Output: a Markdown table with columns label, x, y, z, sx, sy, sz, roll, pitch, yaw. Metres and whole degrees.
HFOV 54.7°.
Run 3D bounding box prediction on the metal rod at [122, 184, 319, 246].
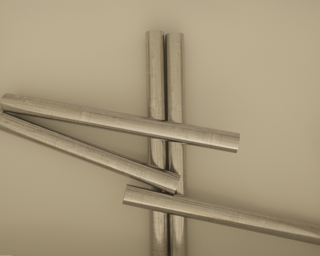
| label | x | y | z | sx | sy | sz | roll | pitch | yaw |
| --- | --- | --- | --- | --- | --- | --- | --- | --- | --- |
| metal rod | 0.103 | 0.116 | 0.394 | 0.302 | 0.025 | 0.025 | 13 | 90 | -6 |

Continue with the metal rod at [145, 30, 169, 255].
| label | x | y | z | sx | sy | sz | roll | pitch | yaw |
| --- | --- | --- | --- | --- | --- | --- | --- | --- | --- |
| metal rod | -0.004 | 0.024 | 0.408 | 0.025 | 0.025 | 0.298 | -1 | 90 | -1 |

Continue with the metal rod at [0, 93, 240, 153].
| label | x | y | z | sx | sy | sz | roll | pitch | yaw |
| --- | --- | --- | --- | --- | --- | --- | --- | --- | --- |
| metal rod | -0.054 | -0.008 | 0.390 | 0.302 | 0.025 | 0.025 | 10 | 90 | 6 |

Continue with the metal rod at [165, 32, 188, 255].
| label | x | y | z | sx | sy | sz | roll | pitch | yaw |
| --- | --- | --- | --- | --- | --- | --- | --- | --- | --- |
| metal rod | 0.022 | 0.026 | 0.409 | 0.025 | 0.025 | 0.298 | -1 | 90 | -1 |

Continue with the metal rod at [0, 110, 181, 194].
| label | x | y | z | sx | sy | sz | roll | pitch | yaw |
| --- | --- | --- | --- | --- | --- | --- | --- | --- | --- |
| metal rod | -0.120 | 0.021 | 0.396 | 0.301 | 0.025 | 0.025 | 19 | 90 | 5 |
